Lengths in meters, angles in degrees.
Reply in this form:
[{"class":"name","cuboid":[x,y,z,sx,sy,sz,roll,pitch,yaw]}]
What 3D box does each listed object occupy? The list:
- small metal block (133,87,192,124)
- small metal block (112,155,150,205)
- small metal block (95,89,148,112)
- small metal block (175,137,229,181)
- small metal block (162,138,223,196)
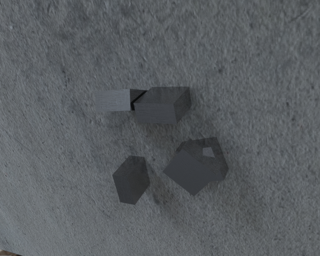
[{"class":"small metal block","cuboid":[0.004,-0.028,0.370,0.050,0.050,0.025,3,120,26]},{"class":"small metal block","cuboid":[-0.041,0.076,0.458,0.025,0.050,0.050,4,120,26]},{"class":"small metal block","cuboid":[-0.045,-0.034,0.388,0.050,0.050,0.025,0,94,28]},{"class":"small metal block","cuboid":[0.055,0.042,0.403,0.050,0.025,0.050,-11,113,32]},{"class":"small metal block","cuboid":[0.040,0.049,0.383,0.050,0.025,0.050,38,129,2]}]
